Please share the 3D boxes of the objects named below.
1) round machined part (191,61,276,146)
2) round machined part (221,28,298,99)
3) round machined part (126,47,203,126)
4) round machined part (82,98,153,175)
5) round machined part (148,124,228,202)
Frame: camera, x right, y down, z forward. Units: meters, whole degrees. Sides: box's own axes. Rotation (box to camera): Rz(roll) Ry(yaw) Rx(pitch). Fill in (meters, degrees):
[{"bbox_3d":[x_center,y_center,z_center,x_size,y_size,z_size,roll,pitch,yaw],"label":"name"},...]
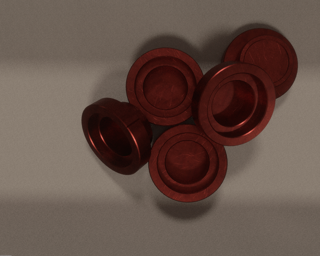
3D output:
[{"bbox_3d":[0.083,-0.031,0.369,0.099,0.042,0.097,-6,110,-16],"label":"round machined part"},{"bbox_3d":[0.132,-0.083,0.405,0.099,0.042,0.097,0,90,-1],"label":"round machined part"},{"bbox_3d":[0.007,-0.051,0.403,0.099,0.042,0.097,0,90,-1],"label":"round machined part"},{"bbox_3d":[-0.048,0.006,0.384,0.042,0.098,0.098,-38,91,-39],"label":"round machined part"},{"bbox_3d":[0.034,0.043,0.403,0.099,0.042,0.097,0,90,-1],"label":"round machined part"}]
